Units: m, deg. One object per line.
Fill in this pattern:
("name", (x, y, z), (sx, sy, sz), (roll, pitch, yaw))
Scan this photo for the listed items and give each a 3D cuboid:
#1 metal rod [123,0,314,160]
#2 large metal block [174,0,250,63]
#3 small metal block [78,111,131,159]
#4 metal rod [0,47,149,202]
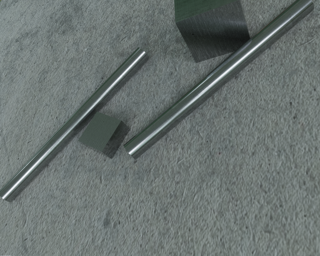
("metal rod", (0.076, -0.065, 0.403), (0.300, 0.025, 0.025), (-40, 51, 0))
("large metal block", (0.072, -0.143, 0.417), (0.080, 0.080, 0.050), (-14, 56, 20))
("small metal block", (-0.079, 0.010, 0.438), (0.050, 0.025, 0.050), (19, 72, 35))
("metal rod", (-0.127, -0.008, 0.473), (0.300, 0.025, 0.025), (-47, 52, -6))
